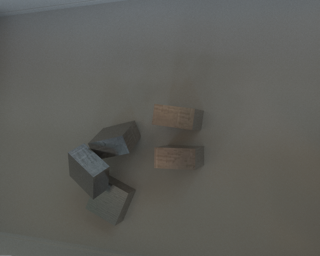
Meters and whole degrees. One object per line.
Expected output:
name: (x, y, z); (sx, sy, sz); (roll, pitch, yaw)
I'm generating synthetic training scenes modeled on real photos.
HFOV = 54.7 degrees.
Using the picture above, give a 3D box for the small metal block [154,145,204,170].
small metal block: (0.025, 0.036, 0.388); (0.050, 0.050, 0.025); (1, 90, 19)

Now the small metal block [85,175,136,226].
small metal block: (-0.069, 0.100, 0.434); (0.050, 0.025, 0.050); (25, 98, 18)

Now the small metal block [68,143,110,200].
small metal block: (-0.093, 0.056, 0.403); (0.050, 0.025, 0.050); (38, 140, 23)

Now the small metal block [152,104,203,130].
small metal block: (0.024, -0.013, 0.388); (0.050, 0.050, 0.025); (8, 93, 19)

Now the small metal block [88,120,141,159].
small metal block: (-0.059, 0.016, 0.414); (0.050, 0.050, 0.025); (-13, 110, 19)
